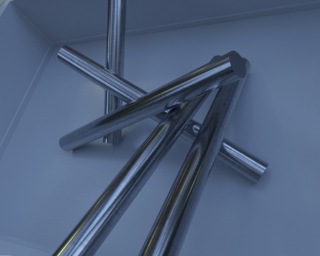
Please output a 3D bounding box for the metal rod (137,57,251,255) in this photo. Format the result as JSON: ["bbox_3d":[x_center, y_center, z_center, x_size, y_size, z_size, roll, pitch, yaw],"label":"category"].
[{"bbox_3d":[0.047,0.010,0.297,0.025,0.025,0.301,1,37,28],"label":"metal rod"}]

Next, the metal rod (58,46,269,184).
[{"bbox_3d":[-0.012,-0.027,0.374,0.300,0.025,0.025,32,79,21],"label":"metal rod"}]

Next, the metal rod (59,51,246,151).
[{"bbox_3d":[-0.037,-0.016,0.364,0.299,0.025,0.025,-20,51,43],"label":"metal rod"}]

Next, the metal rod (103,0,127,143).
[{"bbox_3d":[-0.060,-0.129,0.422,0.025,0.025,0.298,4,94,30],"label":"metal rod"}]

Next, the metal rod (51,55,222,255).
[{"bbox_3d":[0.002,0.012,0.307,0.025,0.025,0.301,11,45,32],"label":"metal rod"}]
